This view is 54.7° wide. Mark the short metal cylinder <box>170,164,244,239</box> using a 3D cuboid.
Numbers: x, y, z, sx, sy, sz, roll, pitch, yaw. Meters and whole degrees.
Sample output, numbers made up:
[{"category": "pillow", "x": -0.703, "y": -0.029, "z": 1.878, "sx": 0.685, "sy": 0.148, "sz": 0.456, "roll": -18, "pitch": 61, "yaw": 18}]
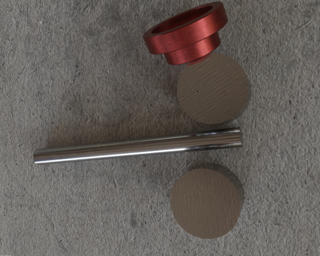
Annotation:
[{"category": "short metal cylinder", "x": 0.059, "y": 0.086, "z": 0.375, "sx": 0.080, "sy": 0.050, "sz": 0.079, "roll": 0, "pitch": 90, "yaw": 19}]

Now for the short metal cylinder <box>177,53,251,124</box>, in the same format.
[{"category": "short metal cylinder", "x": 0.066, "y": -0.044, "z": 0.372, "sx": 0.080, "sy": 0.050, "sz": 0.079, "roll": 0, "pitch": 90, "yaw": 19}]

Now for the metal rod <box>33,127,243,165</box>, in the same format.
[{"category": "metal rod", "x": -0.043, "y": 0.027, "z": 0.423, "sx": 0.301, "sy": 0.025, "sz": 0.025, "roll": -7, "pitch": 88, "yaw": 19}]

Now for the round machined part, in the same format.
[{"category": "round machined part", "x": 0.033, "y": -0.109, "z": 0.367, "sx": 0.098, "sy": 0.098, "sz": 0.042, "roll": -16, "pitch": 117, "yaw": 19}]
